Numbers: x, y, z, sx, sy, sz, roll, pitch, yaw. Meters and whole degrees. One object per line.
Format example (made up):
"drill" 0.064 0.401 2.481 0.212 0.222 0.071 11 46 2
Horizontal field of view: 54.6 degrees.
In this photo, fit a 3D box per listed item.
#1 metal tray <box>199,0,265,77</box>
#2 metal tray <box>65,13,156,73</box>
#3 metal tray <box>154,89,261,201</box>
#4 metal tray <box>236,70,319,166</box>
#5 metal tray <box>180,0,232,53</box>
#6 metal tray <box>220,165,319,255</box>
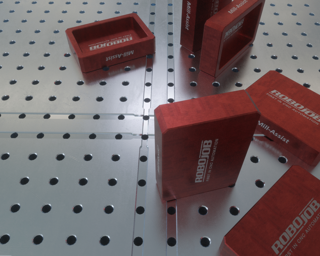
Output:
"metal tray" 0.115 -0.151 0.493 0.030 0.090 0.131 32 57 24
"metal tray" -0.084 -0.148 0.528 0.131 0.030 0.090 -20 53 -16
"metal tray" 0.042 0.024 0.320 0.091 0.129 0.030 -11 51 -9
"metal tray" 0.179 -0.019 0.422 0.090 0.030 0.130 -36 59 -26
"metal tray" 0.078 -0.199 0.508 0.090 0.129 0.030 -35 58 -25
"metal tray" 0.137 0.107 0.315 0.131 0.030 0.090 -35 58 -26
